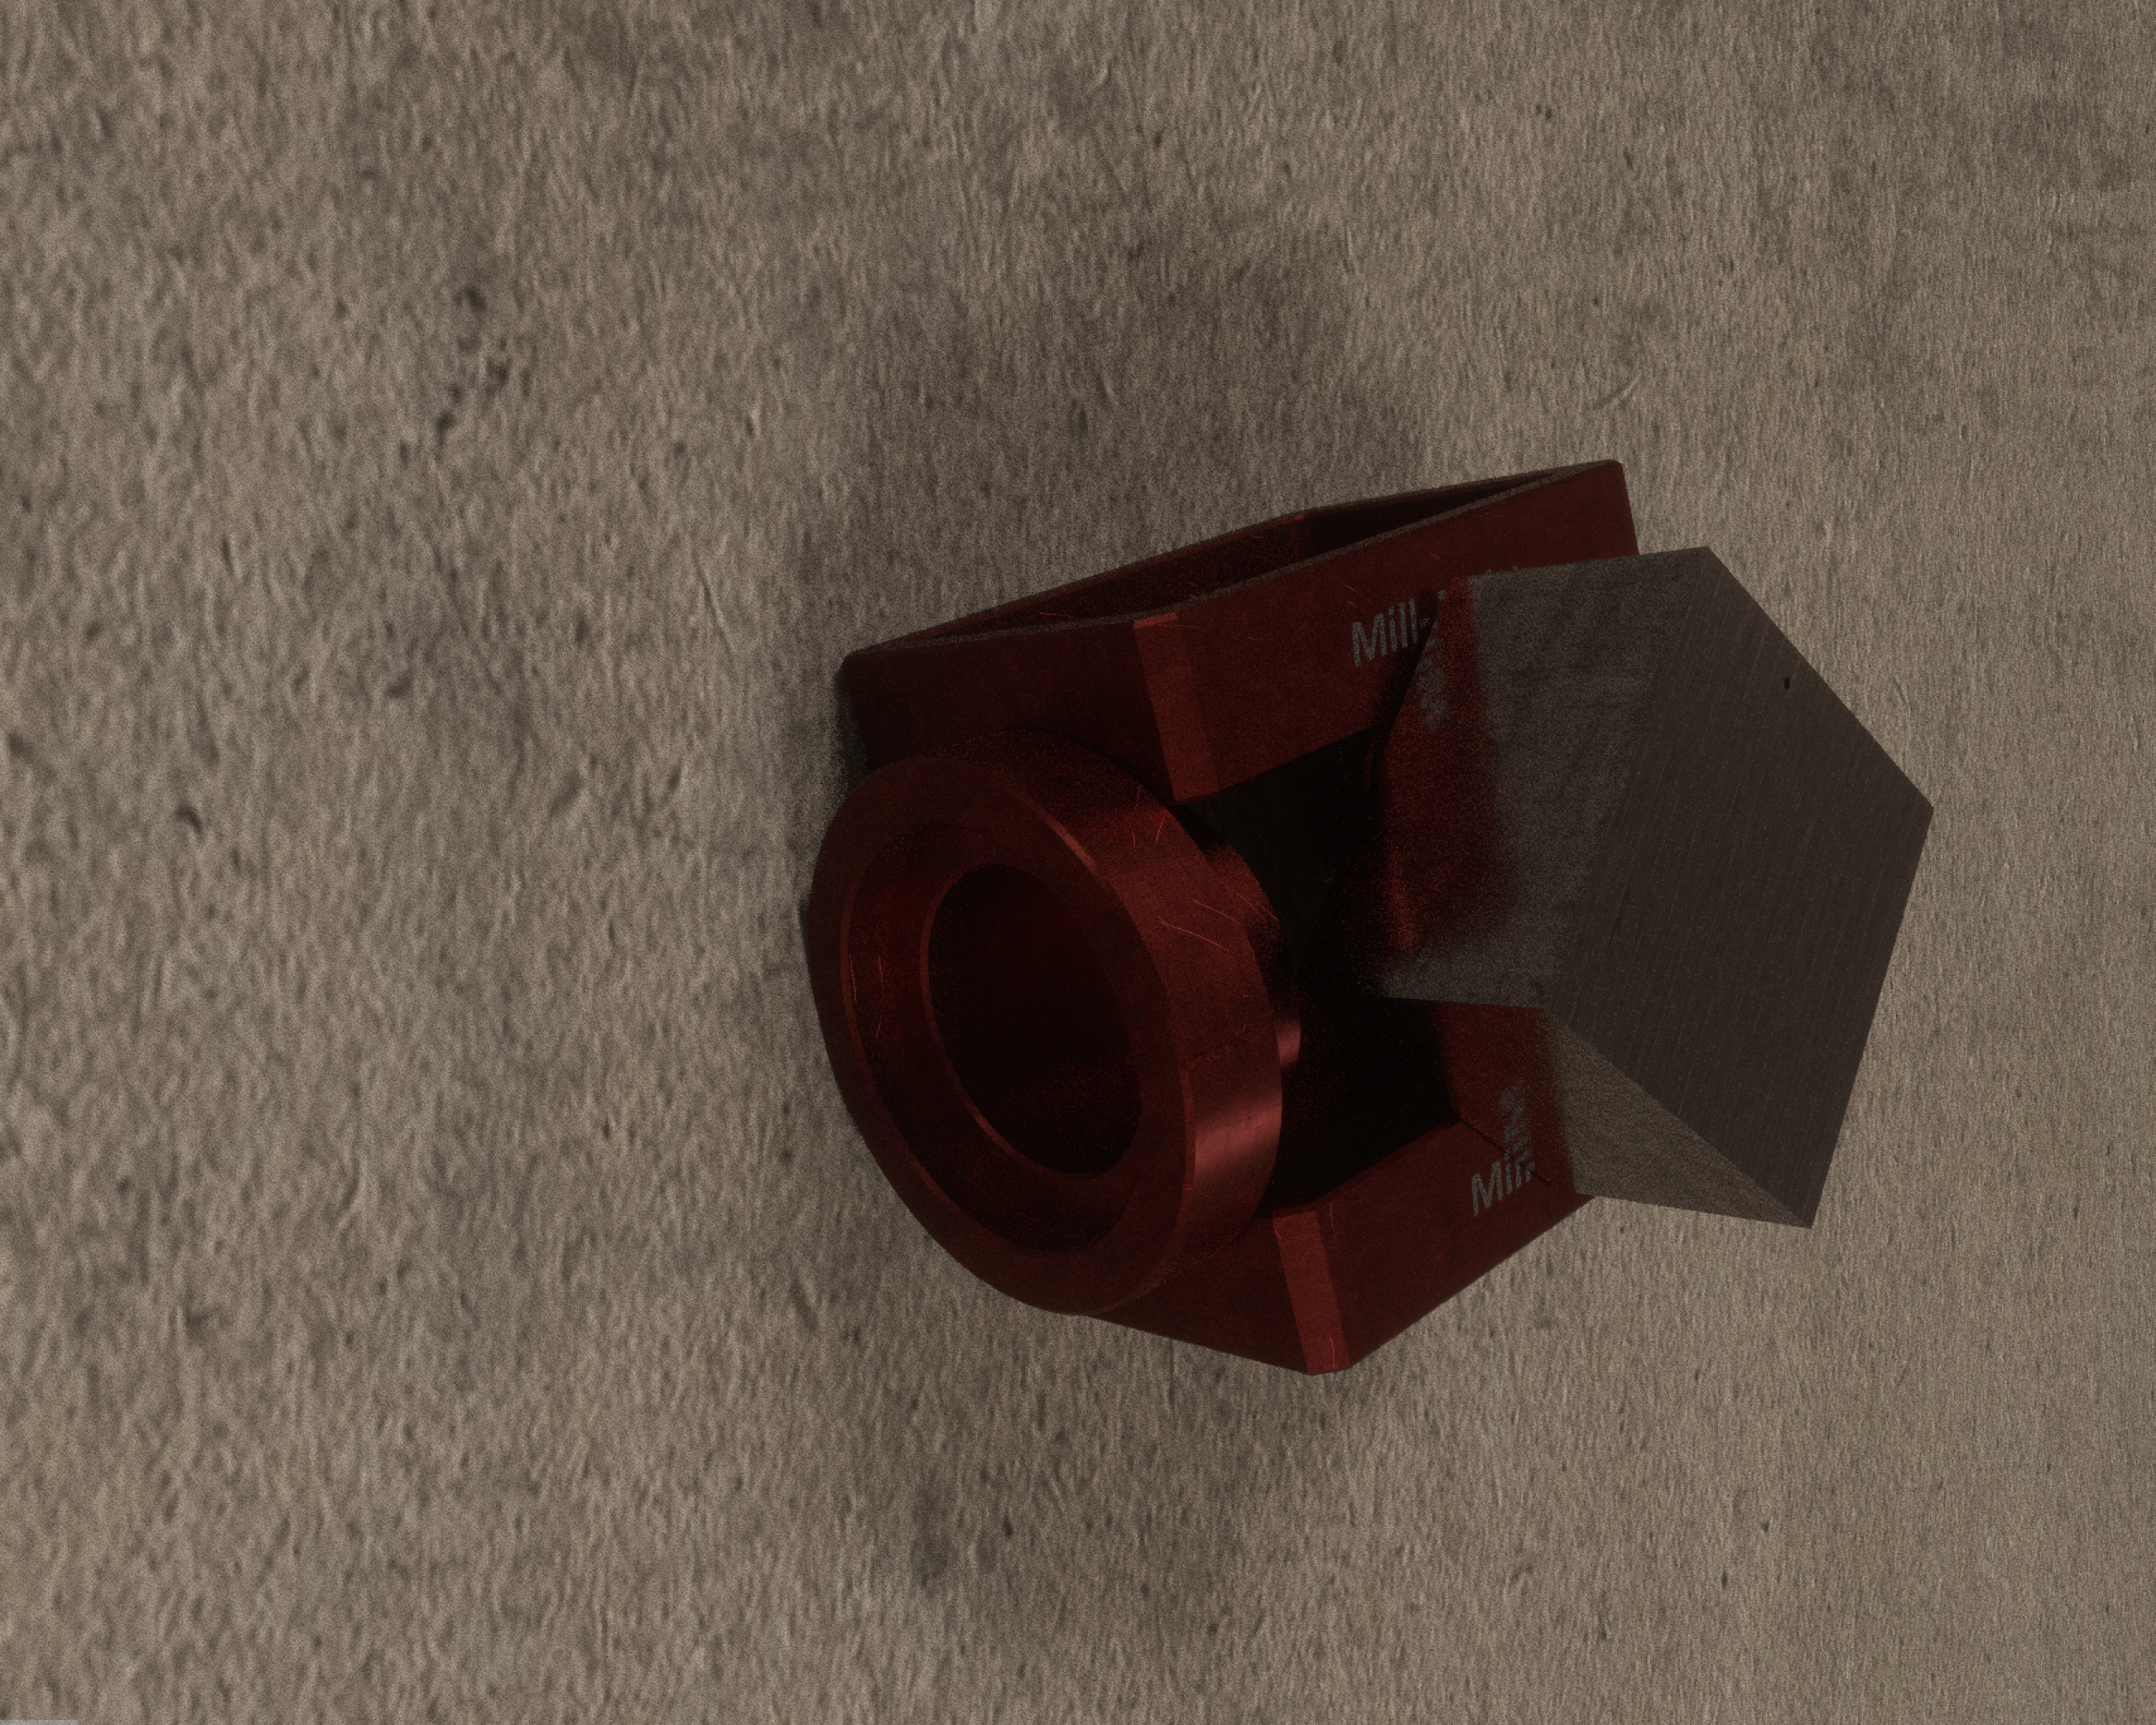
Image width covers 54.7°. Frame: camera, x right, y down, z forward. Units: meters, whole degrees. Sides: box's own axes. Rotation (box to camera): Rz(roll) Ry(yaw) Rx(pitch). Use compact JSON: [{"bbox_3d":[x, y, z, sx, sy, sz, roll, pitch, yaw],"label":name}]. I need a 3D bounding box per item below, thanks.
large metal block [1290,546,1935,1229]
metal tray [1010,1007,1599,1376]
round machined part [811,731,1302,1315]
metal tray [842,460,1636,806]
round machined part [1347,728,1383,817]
[{"bbox_3d":[0.092,0.005,0.349,0.080,0.050,0.080,37,67,-34],"label":"large metal block"},{"bbox_3d":[0.057,0.051,0.412,0.131,0.090,0.030,-23,105,-38],"label":"metal tray"},{"bbox_3d":[0.000,0.024,0.360,0.042,0.098,0.097,-20,103,-39],"label":"round machined part"},{"bbox_3d":[0.034,-0.044,0.395,0.131,0.090,0.030,-23,105,-38],"label":"metal tray"},{"bbox_3d":[0.096,-0.015,0.441,0.042,0.098,0.097,-20,103,-39],"label":"round machined part"}]
